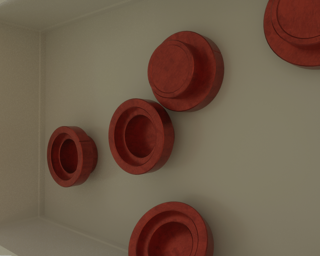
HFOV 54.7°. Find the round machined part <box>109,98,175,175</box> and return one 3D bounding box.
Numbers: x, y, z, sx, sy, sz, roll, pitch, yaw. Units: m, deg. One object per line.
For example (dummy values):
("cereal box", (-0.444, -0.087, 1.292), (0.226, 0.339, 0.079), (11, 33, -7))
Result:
("round machined part", (-0.020, 0.011, 0.410), (0.098, 0.042, 0.097), (0, 90, 39))

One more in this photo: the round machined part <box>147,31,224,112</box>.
("round machined part", (0.024, -0.069, 0.375), (0.098, 0.042, 0.097), (0, 90, 39))

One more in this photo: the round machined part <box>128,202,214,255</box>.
("round machined part", (0.016, 0.140, 0.361), (0.098, 0.042, 0.098), (-17, 47, 20))

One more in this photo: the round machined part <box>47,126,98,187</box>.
("round machined part", (-0.140, 0.045, 0.508), (0.098, 0.042, 0.097), (0, 90, 39))

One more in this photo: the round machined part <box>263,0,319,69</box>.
("round machined part", (0.141, -0.105, 0.279), (0.098, 0.042, 0.097), (0, 90, 39))
